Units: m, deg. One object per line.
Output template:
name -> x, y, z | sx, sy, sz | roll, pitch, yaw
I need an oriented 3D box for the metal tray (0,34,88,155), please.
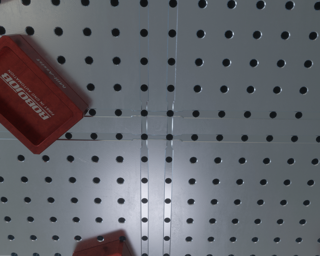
metal tray -> -0.169, -0.040, 0.394 | 0.090, 0.030, 0.130 | -38, 106, 13

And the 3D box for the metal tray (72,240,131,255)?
metal tray -> -0.080, 0.251, 0.502 | 0.090, 0.030, 0.129 | -18, 109, 6
